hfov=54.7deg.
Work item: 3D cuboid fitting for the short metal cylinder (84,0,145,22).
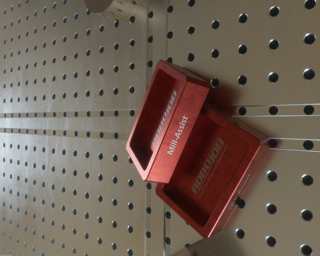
[{"bbox_3d":[-0.066,-0.200,0.448,0.080,0.050,0.079,0,90,40],"label":"short metal cylinder"}]

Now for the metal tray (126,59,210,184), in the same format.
[{"bbox_3d":[0.004,-0.009,0.377,0.129,0.030,0.090,-68,28,16],"label":"metal tray"}]

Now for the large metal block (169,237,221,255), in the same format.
[{"bbox_3d":[0.036,0.185,0.363,0.080,0.050,0.080,-41,65,32],"label":"large metal block"}]

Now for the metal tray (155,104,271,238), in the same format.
[{"bbox_3d":[0.056,0.047,0.360,0.090,0.030,0.129,36,112,34],"label":"metal tray"}]
